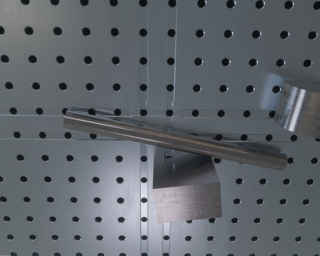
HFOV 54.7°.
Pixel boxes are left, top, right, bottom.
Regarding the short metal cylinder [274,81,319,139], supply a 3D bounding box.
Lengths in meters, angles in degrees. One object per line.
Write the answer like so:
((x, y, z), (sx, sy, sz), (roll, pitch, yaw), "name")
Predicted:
((0.186, -0.024, 0.377), (0.081, 0.080, 0.050), (7, 110, -3), "short metal cylinder")

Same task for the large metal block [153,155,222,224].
((0.034, 0.078, 0.413), (0.080, 0.080, 0.050), (-6, 110, 2), "large metal block")

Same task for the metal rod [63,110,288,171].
((0.024, 0.018, 0.420), (0.302, 0.025, 0.025), (11, 110, -5), "metal rod")
